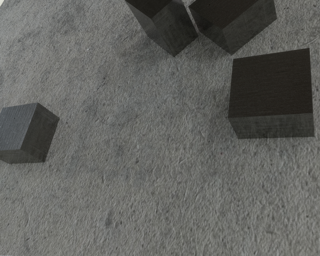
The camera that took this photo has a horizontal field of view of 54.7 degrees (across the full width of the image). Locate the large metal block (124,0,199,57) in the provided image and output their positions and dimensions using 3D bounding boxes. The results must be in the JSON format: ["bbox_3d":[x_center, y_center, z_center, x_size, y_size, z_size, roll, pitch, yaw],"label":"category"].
[{"bbox_3d":[0.003,-0.167,0.469,0.050,0.080,0.080,-42,51,0],"label":"large metal block"}]

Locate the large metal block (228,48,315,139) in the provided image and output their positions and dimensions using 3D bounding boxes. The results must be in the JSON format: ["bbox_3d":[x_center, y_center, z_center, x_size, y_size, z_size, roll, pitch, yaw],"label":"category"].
[{"bbox_3d":[0.125,-0.036,0.344,0.080,0.050,0.080,-3,60,26],"label":"large metal block"}]

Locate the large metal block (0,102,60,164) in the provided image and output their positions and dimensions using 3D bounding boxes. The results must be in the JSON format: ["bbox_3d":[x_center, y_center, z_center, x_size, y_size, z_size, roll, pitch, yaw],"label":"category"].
[{"bbox_3d":[-0.220,0.010,0.497,0.080,0.050,0.080,-5,59,25],"label":"large metal block"}]

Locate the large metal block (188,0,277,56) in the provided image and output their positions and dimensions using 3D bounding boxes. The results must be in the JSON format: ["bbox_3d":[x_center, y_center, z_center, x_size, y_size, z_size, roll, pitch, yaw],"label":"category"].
[{"bbox_3d":[0.101,-0.162,0.434,0.080,0.050,0.080,-39,51,2],"label":"large metal block"}]
